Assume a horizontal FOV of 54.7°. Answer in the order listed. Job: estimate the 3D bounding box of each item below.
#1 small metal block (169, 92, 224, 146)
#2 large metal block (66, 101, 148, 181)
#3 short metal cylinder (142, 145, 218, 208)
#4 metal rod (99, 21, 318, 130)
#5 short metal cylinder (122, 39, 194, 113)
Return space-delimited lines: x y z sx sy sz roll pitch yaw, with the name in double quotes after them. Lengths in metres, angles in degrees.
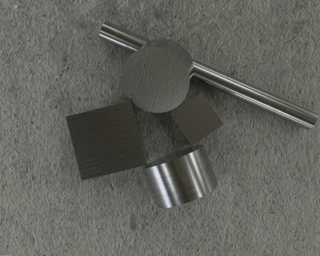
0.047 -0.012 0.410 0.050 0.025 0.050 -34 90 0 "small metal block"
-0.064 0.015 0.397 0.080 0.050 0.080 -14 90 0 "large metal block"
0.025 0.058 0.383 0.080 0.080 0.050 -21 90 0 "short metal cylinder"
0.063 -0.069 0.410 0.301 0.025 0.025 24 90 0 "metal rod"
-0.001 -0.065 0.382 0.080 0.050 0.079 5 116 9 "short metal cylinder"
